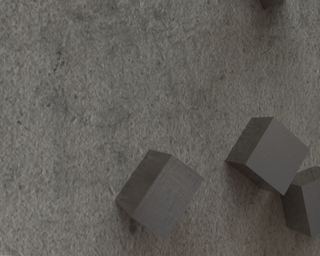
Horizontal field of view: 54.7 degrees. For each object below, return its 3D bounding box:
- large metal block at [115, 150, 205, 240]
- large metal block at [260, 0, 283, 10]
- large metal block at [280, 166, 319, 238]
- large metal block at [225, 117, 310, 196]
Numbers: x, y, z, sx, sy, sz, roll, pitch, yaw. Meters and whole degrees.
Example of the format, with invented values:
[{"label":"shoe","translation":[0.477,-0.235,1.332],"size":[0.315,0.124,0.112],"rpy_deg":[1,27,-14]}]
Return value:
[{"label":"large metal block","translation":[-0.004,0.076,0.380],"size":[0.050,0.080,0.080],"rpy_deg":[38,78,-17]},{"label":"large metal block","translation":[0.177,-0.231,0.447],"size":[0.050,0.080,0.080],"rpy_deg":[-34,101,-17]},{"label":"large metal block","translation":[0.241,0.113,0.487],"size":[0.081,0.050,0.080],"rpy_deg":[-15,96,-20]},{"label":"large metal block","translation":[0.158,0.040,0.456],"size":[0.080,0.050,0.080],"rpy_deg":[38,78,-17]}]
